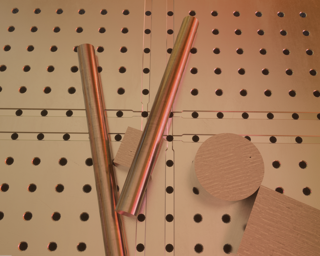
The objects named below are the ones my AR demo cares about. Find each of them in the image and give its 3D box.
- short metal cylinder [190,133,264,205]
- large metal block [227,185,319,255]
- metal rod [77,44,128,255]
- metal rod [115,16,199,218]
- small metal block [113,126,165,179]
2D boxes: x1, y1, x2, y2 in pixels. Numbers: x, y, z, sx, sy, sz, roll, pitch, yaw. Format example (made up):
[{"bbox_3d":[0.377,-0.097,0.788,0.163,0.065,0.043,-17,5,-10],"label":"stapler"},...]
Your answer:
[{"bbox_3d":[0.080,0.052,0.380,0.081,0.050,0.080,0,70,0],"label":"short metal cylinder"},{"bbox_3d":[0.133,0.122,0.355,0.080,0.050,0.080,23,72,8],"label":"large metal block"},{"bbox_3d":[-0.078,0.022,0.403,0.025,0.025,0.299,-11,70,-4],"label":"metal rod"},{"bbox_3d":[0.005,-0.034,0.403,0.025,0.025,0.300,16,63,5],"label":"metal rod"},{"bbox_3d":[-0.026,0.032,0.400,0.050,0.025,0.050,19,71,6],"label":"small metal block"}]
